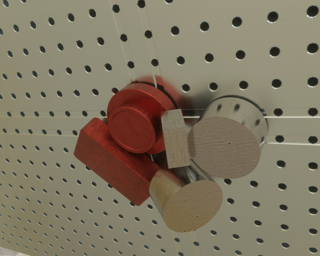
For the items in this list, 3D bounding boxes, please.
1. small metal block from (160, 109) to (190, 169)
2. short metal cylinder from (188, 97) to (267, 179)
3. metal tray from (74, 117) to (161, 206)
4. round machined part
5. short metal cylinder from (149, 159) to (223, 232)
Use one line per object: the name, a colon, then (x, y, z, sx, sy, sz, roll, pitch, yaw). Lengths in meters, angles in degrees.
small metal block: (0.018, 0.011, 0.364, 0.025, 0.050, 0.050, -8, 117, 1)
short metal cylinder: (0.078, 0.011, 0.356, 0.080, 0.050, 0.079, 13, 124, 21)
metal tray: (-0.062, 0.053, 0.453, 0.130, 0.030, 0.090, 38, 144, 1)
round machined part: (-0.028, -0.006, 0.406, 0.098, 0.042, 0.097, 13, 124, 21)
short metal cylinder: (0.033, 0.086, 0.398, 0.050, 0.081, 0.079, -131, 31, -55)
